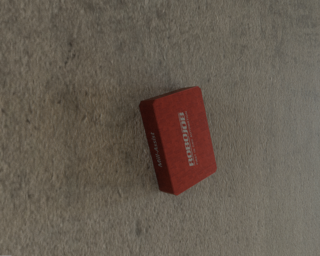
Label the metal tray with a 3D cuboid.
[{"bbox_3d":[0.028,0.015,0.428,0.091,0.030,0.129,-22,104,-38],"label":"metal tray"}]
